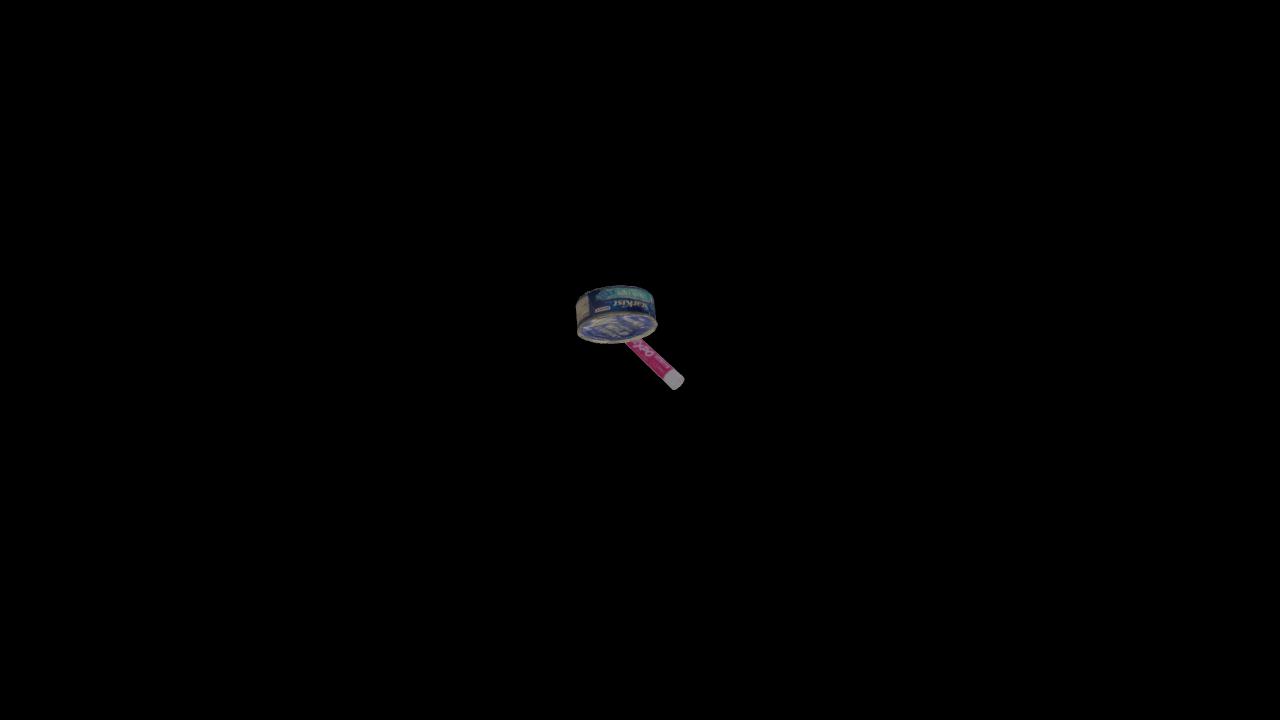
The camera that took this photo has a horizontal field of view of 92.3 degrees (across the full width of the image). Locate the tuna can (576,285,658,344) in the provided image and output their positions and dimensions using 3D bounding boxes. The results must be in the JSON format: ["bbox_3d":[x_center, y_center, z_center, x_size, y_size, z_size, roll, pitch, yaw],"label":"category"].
[{"bbox_3d":[-0.025,-0.046,0.641,0.084,0.034,0.084,-5,-18,-2],"label":"tuna can"}]

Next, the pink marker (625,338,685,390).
[{"bbox_3d":[0.003,-0.012,0.697,0.121,0.020,0.020,44,22,25],"label":"pink marker"}]
